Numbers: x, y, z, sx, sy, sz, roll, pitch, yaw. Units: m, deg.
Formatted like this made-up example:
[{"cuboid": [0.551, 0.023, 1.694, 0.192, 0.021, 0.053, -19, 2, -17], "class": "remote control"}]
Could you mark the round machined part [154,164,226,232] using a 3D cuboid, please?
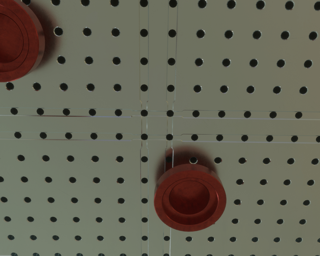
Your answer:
[{"cuboid": [0.041, 0.094, 0.439, 0.099, 0.042, 0.097, 0, 110, 0], "class": "round machined part"}]

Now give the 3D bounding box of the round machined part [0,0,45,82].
[{"cuboid": [-0.184, -0.106, 0.364, 0.099, 0.042, 0.097, 0, 110, 0], "class": "round machined part"}]
